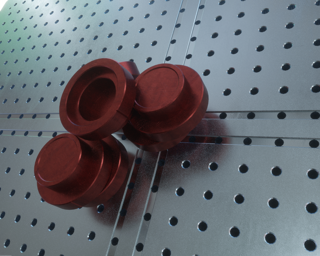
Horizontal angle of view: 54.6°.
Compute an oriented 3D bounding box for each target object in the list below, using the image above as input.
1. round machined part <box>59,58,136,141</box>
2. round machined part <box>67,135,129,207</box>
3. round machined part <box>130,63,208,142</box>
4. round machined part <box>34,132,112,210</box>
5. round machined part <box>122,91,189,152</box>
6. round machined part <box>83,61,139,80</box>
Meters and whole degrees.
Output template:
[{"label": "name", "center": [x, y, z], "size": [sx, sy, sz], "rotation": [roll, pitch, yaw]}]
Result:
[{"label": "round machined part", "center": [-0.069, -0.031, 0.371], "size": [0.098, 0.042, 0.098], "rotation": [-12, 64, 27]}, {"label": "round machined part", "center": [-0.093, 0.047, 0.392], "size": [0.098, 0.042, 0.098], "rotation": [-13, 56, 21]}, {"label": "round machined part", "center": [0.003, -0.037, 0.364], "size": [0.098, 0.042, 0.098], "rotation": [-13, 55, 20]}, {"label": "round machined part", "center": [-0.111, 0.045, 0.374], "size": [0.098, 0.042, 0.098], "rotation": [-13, 56, 21]}, {"label": "round machined part", "center": [-0.007, -0.023, 0.389], "size": [0.098, 0.042, 0.098], "rotation": [-13, 56, 21]}, {"label": "round machined part", "center": [-0.072, -0.054, 0.445], "size": [0.098, 0.098, 0.042], "rotation": [-25, 88, 13]}]
